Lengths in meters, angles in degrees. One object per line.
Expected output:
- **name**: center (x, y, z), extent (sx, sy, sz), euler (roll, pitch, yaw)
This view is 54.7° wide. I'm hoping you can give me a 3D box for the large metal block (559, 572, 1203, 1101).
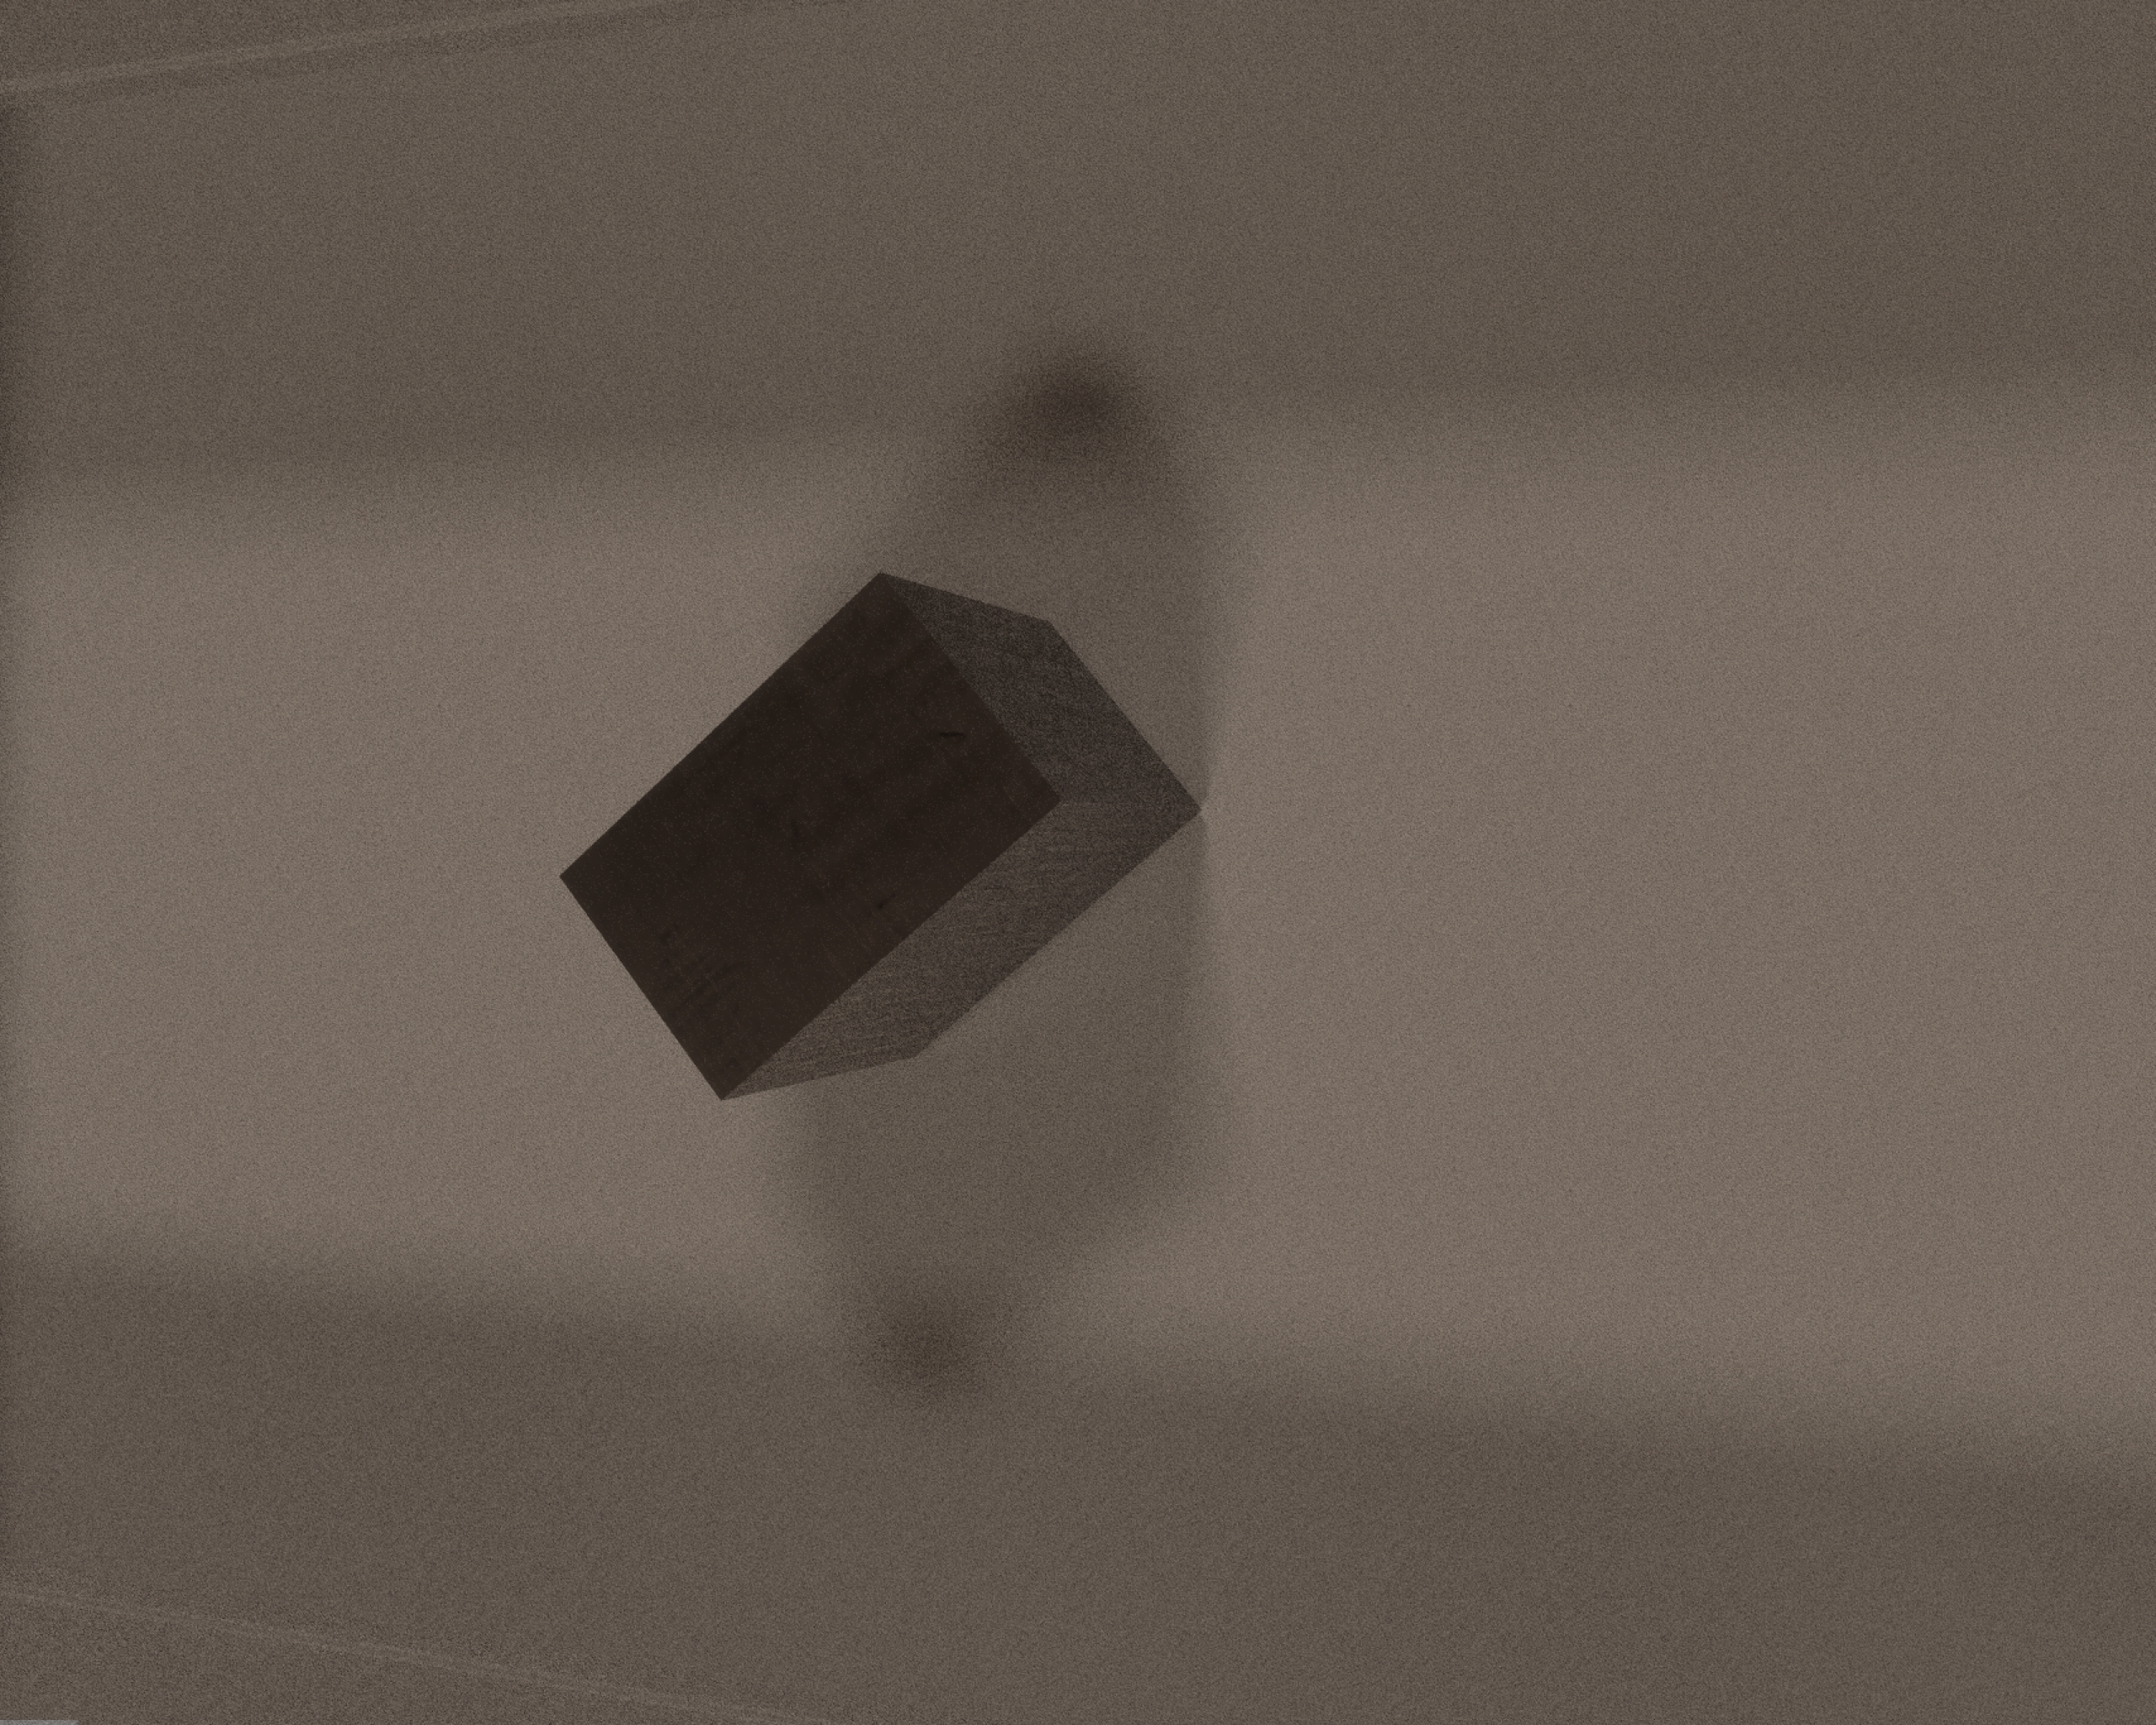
- **large metal block**: center (-0.033, -0.004, 0.389), extent (0.080, 0.080, 0.050), euler (-41, 77, 15)
